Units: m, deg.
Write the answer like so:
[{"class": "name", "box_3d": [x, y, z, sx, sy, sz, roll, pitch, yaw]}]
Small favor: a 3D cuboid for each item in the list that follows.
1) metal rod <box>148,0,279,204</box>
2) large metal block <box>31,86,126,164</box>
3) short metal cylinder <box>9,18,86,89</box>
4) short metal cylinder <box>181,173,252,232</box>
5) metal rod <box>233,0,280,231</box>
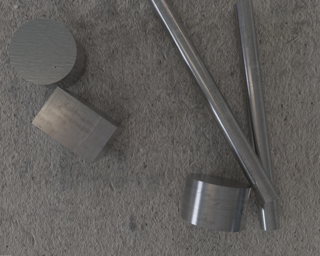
[{"class": "metal rod", "box_3d": [0.066, -0.043, 0.397, 0.025, 0.025, 0.299, -28, 85, 0]}, {"class": "large metal block", "box_3d": [-0.094, -0.003, 0.382, 0.080, 0.080, 0.050, 35, 90, 0]}, {"class": "short metal cylinder", "box_3d": [-0.140, -0.092, 0.396, 0.081, 0.050, 0.080, 0, 90, 0]}, {"class": "short metal cylinder", "box_3d": [0.069, 0.089, 0.383, 0.080, 0.080, 0.050, 9, 90, 0]}, {"class": "metal rod", "box_3d": [0.128, -0.016, 0.411, 0.025, 0.025, 0.298, -7, 90, 0]}]
